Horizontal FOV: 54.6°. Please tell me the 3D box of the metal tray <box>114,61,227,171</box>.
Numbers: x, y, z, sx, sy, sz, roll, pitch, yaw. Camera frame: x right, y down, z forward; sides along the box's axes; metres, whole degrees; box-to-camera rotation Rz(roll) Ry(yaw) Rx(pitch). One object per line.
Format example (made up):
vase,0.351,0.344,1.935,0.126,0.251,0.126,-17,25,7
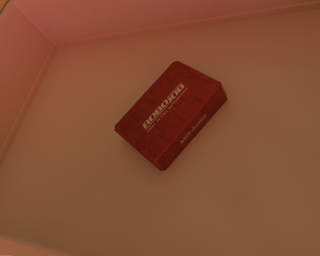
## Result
metal tray,0.013,-0.020,0.409,0.130,0.030,0.090,-48,51,-6
